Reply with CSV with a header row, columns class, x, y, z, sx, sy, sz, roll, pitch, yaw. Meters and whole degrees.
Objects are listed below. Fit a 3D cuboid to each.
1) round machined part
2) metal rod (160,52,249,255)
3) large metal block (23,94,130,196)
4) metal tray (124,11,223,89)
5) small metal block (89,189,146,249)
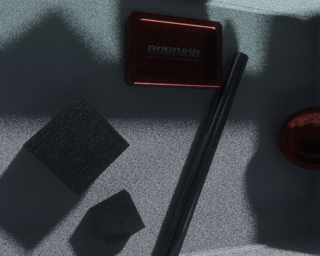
class,x,y,z,sx,sy,sz,roll,pitch,yaw
round machined part,0.235,0.012,0.471,0.098,0.098,0.042,56,34,-12
metal rod,0.065,0.032,0.435,0.025,0.025,0.299,24,82,-19
large metal block,-0.097,0.018,0.362,0.080,0.050,0.080,-46,105,-14
metal tray,0.020,-0.100,0.416,0.131,0.030,0.089,-1,90,-21
small metal block,-0.054,0.114,0.392,0.050,0.025,0.050,-27,99,-18
